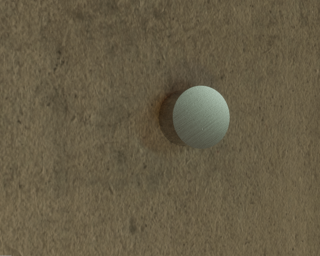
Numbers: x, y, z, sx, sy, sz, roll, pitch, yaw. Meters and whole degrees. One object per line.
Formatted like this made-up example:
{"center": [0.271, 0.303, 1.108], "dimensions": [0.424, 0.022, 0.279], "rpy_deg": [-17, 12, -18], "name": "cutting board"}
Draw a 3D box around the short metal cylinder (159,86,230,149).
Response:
{"center": [0.045, -0.014, 0.413], "dimensions": [0.081, 0.050, 0.079], "rpy_deg": [0, 90, -20], "name": "short metal cylinder"}
